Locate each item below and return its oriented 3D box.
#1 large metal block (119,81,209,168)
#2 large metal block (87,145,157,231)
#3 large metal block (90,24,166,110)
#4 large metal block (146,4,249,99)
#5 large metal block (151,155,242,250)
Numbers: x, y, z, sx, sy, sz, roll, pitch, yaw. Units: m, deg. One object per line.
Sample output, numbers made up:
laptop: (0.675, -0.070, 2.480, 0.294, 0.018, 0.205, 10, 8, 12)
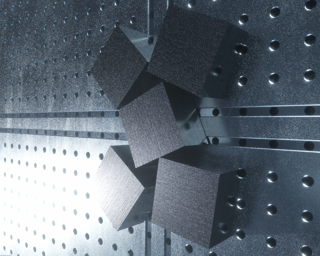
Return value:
large metal block: (0.003, -0.002, 0.391, 0.080, 0.050, 0.080, -28, 72, 36)
large metal block: (-0.045, 0.080, 0.430, 0.080, 0.050, 0.080, 45, 117, 31)
large metal block: (-0.041, -0.081, 0.428, 0.080, 0.050, 0.080, -52, 59, 28)
large metal block: (0.041, -0.087, 0.358, 0.080, 0.050, 0.080, 31, 110, 33)
large metal block: (0.041, 0.080, 0.360, 0.080, 0.050, 0.080, 12, 97, 39)
